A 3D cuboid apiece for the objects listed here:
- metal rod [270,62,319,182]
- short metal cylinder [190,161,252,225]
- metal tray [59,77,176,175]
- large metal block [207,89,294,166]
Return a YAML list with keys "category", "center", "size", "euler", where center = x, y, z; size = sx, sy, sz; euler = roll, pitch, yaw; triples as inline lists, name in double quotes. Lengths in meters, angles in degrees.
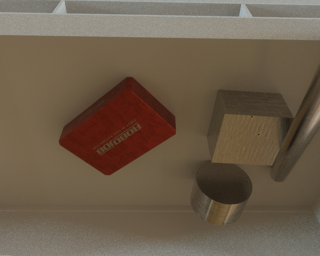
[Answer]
- category: "metal rod"
  center: [0.154, 0.009, 0.342]
  size: [0.025, 0.025, 0.299]
  euler: [-9, 154, 7]
- category: "short metal cylinder"
  center: [0.088, 0.094, 0.455]
  size: [0.081, 0.080, 0.050]
  euler: [4, 130, -4]
- category: "metal tray"
  center: [-0.056, 0.003, 0.408]
  size: [0.130, 0.030, 0.090]
  euler: [-33, 123, 25]
- category: "large metal block"
  center: [0.110, 0.001, 0.395]
  size: [0.081, 0.050, 0.079]
  euler: [3, 130, -4]
